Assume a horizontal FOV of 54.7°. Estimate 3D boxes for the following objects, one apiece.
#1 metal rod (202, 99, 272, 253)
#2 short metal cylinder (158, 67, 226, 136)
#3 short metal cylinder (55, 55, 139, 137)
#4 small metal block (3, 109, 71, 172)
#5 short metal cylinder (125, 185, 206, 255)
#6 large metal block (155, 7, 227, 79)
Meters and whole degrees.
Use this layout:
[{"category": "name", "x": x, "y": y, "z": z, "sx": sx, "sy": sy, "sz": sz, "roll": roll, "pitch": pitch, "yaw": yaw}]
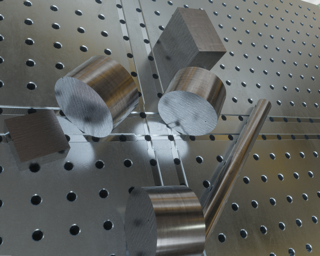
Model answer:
[{"category": "metal rod", "x": 0.103, "y": 0.051, "z": 0.431, "sx": 0.025, "sy": 0.025, "sz": 0.301, "roll": 40, "pitch": 51, "yaw": -1}, {"category": "short metal cylinder", "x": 0.044, "y": -0.035, "z": 0.418, "sx": 0.080, "sy": 0.080, "sz": 0.050, "roll": 32, "pitch": 52, "yaw": -8}, {"category": "short metal cylinder", "x": -0.072, "y": -0.036, "z": 0.356, "sx": 0.080, "sy": 0.080, "sz": 0.050, "roll": 41, "pitch": 51, "yaw": -1}, {"category": "small metal block", "x": -0.131, "y": 0.012, "z": 0.330, "sx": 0.050, "sy": 0.025, "sz": 0.050, "roll": -18, "pitch": 71, "yaw": -35}, {"category": "short metal cylinder", "x": 0.002, "y": 0.099, "z": 0.313, "sx": 0.050, "sy": 0.080, "sz": 0.080, "roll": 4, "pitch": 60, "yaw": -27}, {"category": "large metal block", "x": 0.043, "y": -0.122, "z": 0.470, "sx": 0.050, "sy": 0.080, "sz": 0.080, "roll": -8, "pitch": 66, "yaw": -32}]
